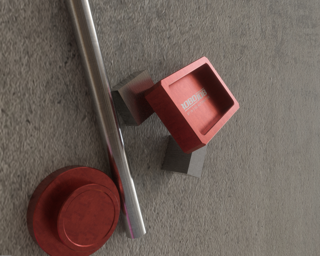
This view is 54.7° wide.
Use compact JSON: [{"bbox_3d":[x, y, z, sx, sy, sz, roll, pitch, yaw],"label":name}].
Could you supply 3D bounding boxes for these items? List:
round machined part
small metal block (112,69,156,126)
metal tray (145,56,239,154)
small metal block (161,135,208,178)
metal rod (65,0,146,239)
[{"bbox_3d":[-0.083,0.090,0.326,0.099,0.042,0.097,0,90,-40],"label":"round machined part"},{"bbox_3d":[-0.029,-0.037,0.382,0.050,0.025,0.050,-43,116,-32],"label":"small metal block"},{"bbox_3d":[0.048,-0.035,0.403,0.090,0.030,0.131,55,40,-3],"label":"metal tray"},{"bbox_3d":[0.033,0.037,0.418,0.025,0.050,0.050,24,75,-38],"label":"small metal block"},{"bbox_3d":[-0.061,-0.013,0.354,0.025,0.025,0.298,-21,104,-38],"label":"metal rod"}]
